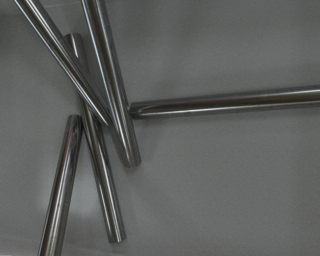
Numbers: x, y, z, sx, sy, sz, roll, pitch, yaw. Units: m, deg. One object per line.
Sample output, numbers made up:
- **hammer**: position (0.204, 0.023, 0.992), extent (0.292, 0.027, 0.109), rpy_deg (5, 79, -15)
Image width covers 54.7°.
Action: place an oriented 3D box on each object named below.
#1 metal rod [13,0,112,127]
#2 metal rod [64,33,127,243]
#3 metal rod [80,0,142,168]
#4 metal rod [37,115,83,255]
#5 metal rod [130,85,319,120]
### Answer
- **metal rod**: position (-0.142, -0.125, 0.375), extent (0.025, 0.025, 0.299), rpy_deg (-23, 116, 18)
- **metal rod**: position (-0.093, 0.011, 0.442), extent (0.025, 0.025, 0.298), rpy_deg (-15, 85, 19)
- **metal rod**: position (-0.062, -0.084, 0.360), extent (0.025, 0.025, 0.298), rpy_deg (-1, 118, 20)
- **metal rod**: position (-0.124, 0.111, 0.370), extent (0.025, 0.025, 0.300), rpy_deg (-13, 53, 19)
- **metal rod**: position (0.106, -0.032, 0.372), extent (0.301, 0.025, 0.025), rpy_deg (-4, 89, 19)
